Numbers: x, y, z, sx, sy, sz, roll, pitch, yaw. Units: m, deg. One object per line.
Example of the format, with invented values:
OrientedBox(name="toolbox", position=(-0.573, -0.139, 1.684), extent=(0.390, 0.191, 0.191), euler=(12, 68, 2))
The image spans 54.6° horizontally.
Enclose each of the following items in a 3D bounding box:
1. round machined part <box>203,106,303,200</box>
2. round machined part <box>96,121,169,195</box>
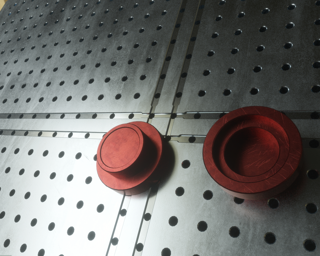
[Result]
OrientedBox(name="round machined part", position=(0.099, 0.029, 0.328), extent=(0.098, 0.042, 0.098), euler=(-13, 56, 21))
OrientedBox(name="round machined part", position=(-0.041, 0.033, 0.400), extent=(0.098, 0.042, 0.098), euler=(-13, 56, 21))
